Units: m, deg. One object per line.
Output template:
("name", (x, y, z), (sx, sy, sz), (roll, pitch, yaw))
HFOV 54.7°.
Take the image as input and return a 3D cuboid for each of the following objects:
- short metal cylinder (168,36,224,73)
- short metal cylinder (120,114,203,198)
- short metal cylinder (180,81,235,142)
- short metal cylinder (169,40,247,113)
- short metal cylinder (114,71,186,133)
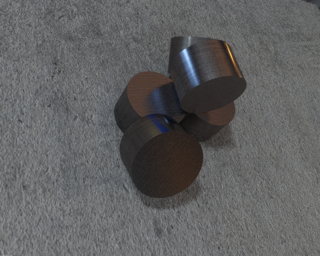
("short metal cylinder", (0.054, -0.102, 0.454), (0.081, 0.080, 0.050), (1, 100, -28))
("short metal cylinder", (0.001, 0.030, 0.345), (0.081, 0.079, 0.050), (7, 20, -25))
("short metal cylinder", (0.058, -0.027, 0.438), (0.081, 0.050, 0.080), (14, 56, -21))
("short metal cylinder", (0.057, -0.059, 0.374), (0.081, 0.080, 0.050), (-2, 63, -29))
("short metal cylinder", (-0.013, -0.026, 0.399), (0.081, 0.050, 0.080), (14, 56, -21))
